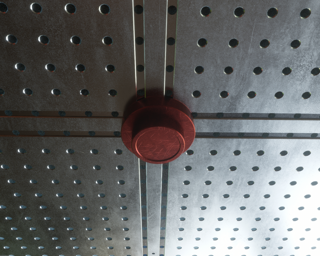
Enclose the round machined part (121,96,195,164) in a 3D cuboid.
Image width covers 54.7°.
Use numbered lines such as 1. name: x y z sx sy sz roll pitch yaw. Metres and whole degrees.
1. round machined part: -0.003 0.010 0.408 0.099 0.042 0.097 -1 130 0
